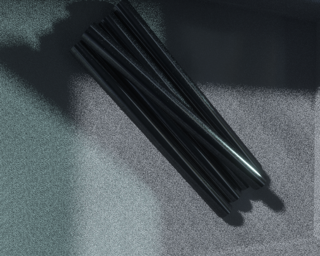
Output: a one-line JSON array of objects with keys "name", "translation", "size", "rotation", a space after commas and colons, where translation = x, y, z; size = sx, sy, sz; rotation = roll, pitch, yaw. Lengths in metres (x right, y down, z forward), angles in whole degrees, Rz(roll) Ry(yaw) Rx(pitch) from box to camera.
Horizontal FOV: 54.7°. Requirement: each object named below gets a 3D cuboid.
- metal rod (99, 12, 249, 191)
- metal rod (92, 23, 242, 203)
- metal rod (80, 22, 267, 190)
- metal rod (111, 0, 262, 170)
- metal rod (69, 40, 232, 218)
[{"name": "metal rod", "translation": [0.029, -0.026, 0.420], "size": [0.025, 0.025, 0.300], "rotation": [-45, 104, -14]}, {"name": "metal rod", "translation": [0.011, -0.011, 0.413], "size": [0.025, 0.025, 0.300], "rotation": [-45, 104, -14]}, {"name": "metal rod", "translation": [0.028, -0.017, 0.392], "size": [0.300, 0.025, 0.025], "rotation": [40, 77, -16]}, {"name": "metal rod", "translation": [0.044, -0.046, 0.425], "size": [0.025, 0.025, 0.300], "rotation": [-45, 104, -14]}, {"name": "metal rod", "translation": [-0.003, 0.009, 0.408], "size": [0.025, 0.025, 0.300], "rotation": [-45, 104, -14]}]
